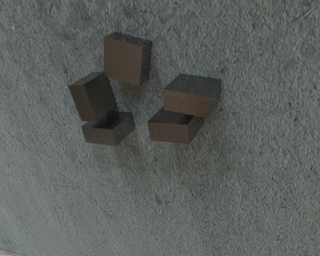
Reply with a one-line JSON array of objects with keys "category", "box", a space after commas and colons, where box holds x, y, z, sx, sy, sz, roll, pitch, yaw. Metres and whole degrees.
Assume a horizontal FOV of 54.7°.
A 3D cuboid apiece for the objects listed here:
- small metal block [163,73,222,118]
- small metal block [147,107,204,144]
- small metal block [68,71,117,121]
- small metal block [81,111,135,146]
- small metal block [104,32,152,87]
[{"category": "small metal block", "box": [0.037, -0.038, 0.348, 0.050, 0.050, 0.025, 12, 123, 21]}, {"category": "small metal block", "box": [0.020, -0.006, 0.376, 0.050, 0.050, 0.025, 4, 120, 26]}, {"category": "small metal block", "box": [-0.087, -0.043, 0.410, 0.025, 0.050, 0.050, -1, 118, 28]}, {"category": "small metal block", "box": [-0.070, -0.001, 0.427, 0.050, 0.050, 0.025, 5, 121, 25]}, {"category": "small metal block", "box": [-0.039, -0.084, 0.376, 0.050, 0.025, 0.050, 19, 126, 17]}]
